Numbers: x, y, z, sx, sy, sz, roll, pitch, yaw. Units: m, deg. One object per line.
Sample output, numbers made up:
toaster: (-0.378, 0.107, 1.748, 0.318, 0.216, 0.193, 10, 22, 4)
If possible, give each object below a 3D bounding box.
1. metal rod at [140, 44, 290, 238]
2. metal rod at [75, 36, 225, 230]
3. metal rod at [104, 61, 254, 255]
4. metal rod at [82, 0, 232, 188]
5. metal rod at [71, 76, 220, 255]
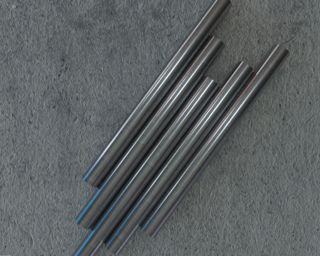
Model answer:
metal rod: (0.073, 0.017, 0.412, 0.025, 0.025, 0.299, 36, 90, -1)
metal rod: (-0.013, 0.006, 0.411, 0.025, 0.025, 0.299, 36, 90, -1)
metal rod: (0.026, 0.039, 0.411, 0.025, 0.025, 0.299, 36, 90, -1)
metal rod: (-0.004, -0.049, 0.411, 0.025, 0.025, 0.299, 36, 90, -1)
metal rod: (-0.020, 0.059, 0.411, 0.025, 0.025, 0.299, 36, 90, -1)
